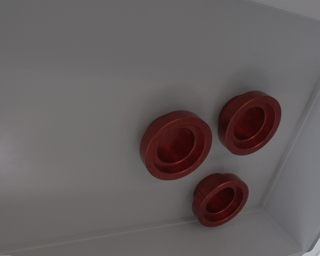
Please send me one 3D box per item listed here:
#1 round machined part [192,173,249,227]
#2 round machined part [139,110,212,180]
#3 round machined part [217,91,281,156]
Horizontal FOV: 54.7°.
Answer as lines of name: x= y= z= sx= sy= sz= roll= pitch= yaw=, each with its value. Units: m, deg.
round machined part: x=0.096 y=0.115 z=0.521 sx=0.099 sy=0.042 sz=0.097 roll=-14 pitch=124 yaw=-21
round machined part: x=0.018 y=0.019 z=0.419 sx=0.099 sy=0.042 sz=0.097 roll=-14 pitch=124 yaw=-21
round machined part: x=0.127 y=-0.011 z=0.460 sx=0.099 sy=0.042 sz=0.097 roll=-14 pitch=124 yaw=-21
